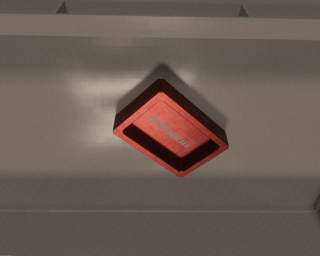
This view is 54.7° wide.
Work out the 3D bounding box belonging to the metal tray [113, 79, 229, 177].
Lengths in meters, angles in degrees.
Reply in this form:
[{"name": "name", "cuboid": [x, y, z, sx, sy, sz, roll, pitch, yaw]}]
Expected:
[{"name": "metal tray", "cuboid": [0.016, 0.006, 0.410, 0.130, 0.030, 0.090, 37, 121, -28]}]
